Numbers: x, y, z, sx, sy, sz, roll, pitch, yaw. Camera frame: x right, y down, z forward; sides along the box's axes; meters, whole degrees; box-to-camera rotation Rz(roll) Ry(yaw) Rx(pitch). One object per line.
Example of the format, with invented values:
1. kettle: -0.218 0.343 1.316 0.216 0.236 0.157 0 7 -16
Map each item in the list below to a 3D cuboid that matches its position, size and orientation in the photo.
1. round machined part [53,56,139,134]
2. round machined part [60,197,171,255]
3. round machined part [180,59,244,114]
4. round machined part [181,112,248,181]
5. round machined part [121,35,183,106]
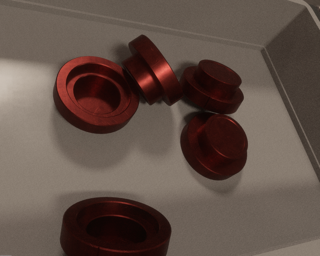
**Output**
1. round machined part: -0.078 -0.036 0.375 0.099 0.042 0.098 14 56 -21
2. round machined part: -0.042 0.104 0.287 0.099 0.098 0.042 6 101 -26
3. round machined part: 0.081 -0.067 0.461 0.099 0.042 0.098 17 34 -12
4. round machined part: 0.082 0.019 0.429 0.099 0.042 0.098 14 56 -21
5. round machined part: -0.014 -0.068 0.406 0.042 0.098 0.098 -35 80 -3
